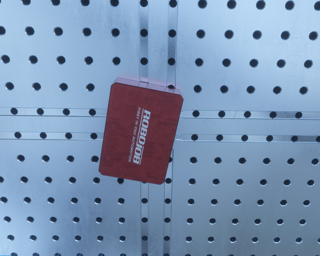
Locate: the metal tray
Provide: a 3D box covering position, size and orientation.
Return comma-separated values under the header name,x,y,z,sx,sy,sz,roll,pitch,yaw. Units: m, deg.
name,x,y,z,sx,sy,sz,roll,pitch,yaw
metal tray,-0.027,0.006,0.413,0.090,0.030,0.129,10,110,-4
